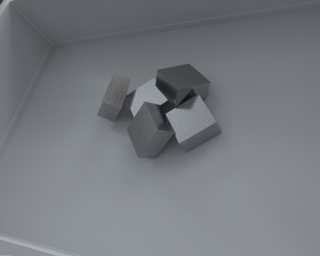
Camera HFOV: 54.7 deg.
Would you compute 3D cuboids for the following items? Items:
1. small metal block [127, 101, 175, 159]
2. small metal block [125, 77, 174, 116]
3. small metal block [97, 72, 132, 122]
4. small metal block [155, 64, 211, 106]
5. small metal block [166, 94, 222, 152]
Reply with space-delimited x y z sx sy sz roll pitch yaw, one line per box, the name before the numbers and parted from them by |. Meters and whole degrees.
small metal block | -0.013 0.003 0.392 0.050 0.025 0.050 -54 44 31
small metal block | -0.015 -0.034 0.431 0.050 0.025 0.050 -33 52 6
small metal block | -0.067 -0.044 0.446 0.050 0.025 0.050 138 151 -61
small metal block | 0.029 -0.058 0.408 0.050 0.025 0.050 -17 46 -26
small metal block | 0.041 -0.006 0.385 0.050 0.025 0.050 -31 52 7
